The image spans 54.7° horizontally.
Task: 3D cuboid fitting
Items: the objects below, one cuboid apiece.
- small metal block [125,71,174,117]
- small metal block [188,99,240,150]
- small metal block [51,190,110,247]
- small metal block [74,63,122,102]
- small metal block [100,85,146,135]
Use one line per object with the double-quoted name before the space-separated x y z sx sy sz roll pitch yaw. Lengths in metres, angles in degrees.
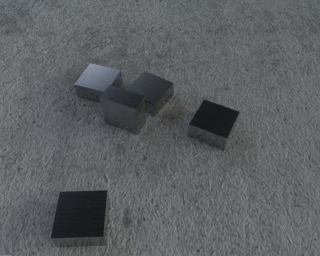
"small metal block" -0.015 -0.050 0.445 0.050 0.025 0.050 27 55 20
"small metal block" 0.071 -0.005 0.408 0.050 0.025 0.050 22 53 17
"small metal block" -0.081 0.094 0.323 0.050 0.025 0.050 -1 50 -1
"small metal block" -0.090 -0.066 0.458 0.050 0.025 0.050 15 52 12
"small metal block" -0.047 -0.024 0.406 0.050 0.050 0.025 19 53 15
